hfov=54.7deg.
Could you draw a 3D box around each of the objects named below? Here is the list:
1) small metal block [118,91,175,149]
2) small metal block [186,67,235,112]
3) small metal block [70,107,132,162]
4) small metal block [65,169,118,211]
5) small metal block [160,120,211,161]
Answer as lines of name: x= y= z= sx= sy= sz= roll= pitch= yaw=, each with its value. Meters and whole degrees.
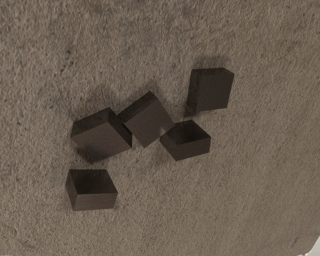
small metal block: x=-0.016 y=-0.010 z=0.393 sx=0.050 sy=0.025 sz=0.050 roll=-37 pitch=130 yaw=-4
small metal block: x=0.067 y=-0.052 z=0.413 sx=0.050 sy=0.025 sz=0.050 roll=-8 pitch=122 yaw=-25
small metal block: x=-0.067 y=0.009 z=0.364 sx=0.050 sy=0.025 sz=0.050 roll=-22 pitch=132 yaw=17
small metal block: x=-0.087 y=0.077 z=0.392 sx=0.050 sy=0.050 sz=0.025 roll=5 pitch=116 yaw=-31
small metal block: x=0.033 y=0.015 z=0.420 sx=0.050 sy=0.050 sz=0.025 roll=-12 pitch=124 yaw=-22
